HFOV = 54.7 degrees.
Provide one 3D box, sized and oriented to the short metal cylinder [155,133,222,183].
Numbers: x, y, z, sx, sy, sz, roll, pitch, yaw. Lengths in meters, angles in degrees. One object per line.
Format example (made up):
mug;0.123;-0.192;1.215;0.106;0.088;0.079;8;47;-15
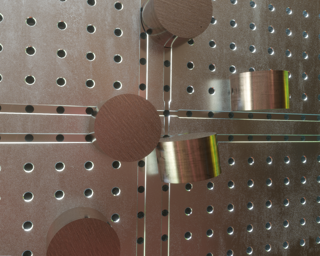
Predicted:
short metal cylinder;0.035;0.036;0.398;0.081;0.080;0.050;-9;94;-20

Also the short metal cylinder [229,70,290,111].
short metal cylinder;0.140;-0.050;0.437;0.081;0.080;0.050;-3;91;-20

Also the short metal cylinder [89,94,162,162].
short metal cylinder;-0.044;0.000;0.384;0.081;0.050;0.079;0;90;-20

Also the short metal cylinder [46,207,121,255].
short metal cylinder;-0.092;0.139;0.366;0.081;0.050;0.079;0;90;-20

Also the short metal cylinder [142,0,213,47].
short metal cylinder;0.022;-0.152;0.408;0.081;0.050;0.079;0;90;-21
